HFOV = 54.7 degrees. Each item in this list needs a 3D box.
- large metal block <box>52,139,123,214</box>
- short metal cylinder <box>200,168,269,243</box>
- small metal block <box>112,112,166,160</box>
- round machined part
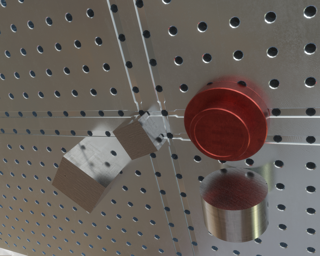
[{"bbox_3d":[-0.119,0.079,0.505,0.080,0.050,0.079,36,129,3],"label":"large metal block"},{"bbox_3d":[0.092,0.093,0.384,0.080,0.080,0.050,3,120,26],"label":"short metal cylinder"},{"bbox_3d":[-0.029,0.012,0.433,0.050,0.025,0.050,-23,106,36],"label":"small metal block"},{"bbox_3d":[0.073,-0.001,0.360,0.098,0.042,0.097,13,124,20],"label":"round machined part"}]
